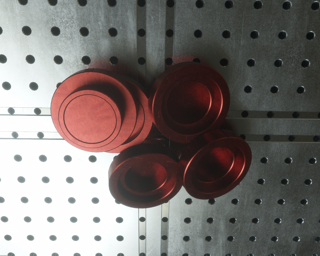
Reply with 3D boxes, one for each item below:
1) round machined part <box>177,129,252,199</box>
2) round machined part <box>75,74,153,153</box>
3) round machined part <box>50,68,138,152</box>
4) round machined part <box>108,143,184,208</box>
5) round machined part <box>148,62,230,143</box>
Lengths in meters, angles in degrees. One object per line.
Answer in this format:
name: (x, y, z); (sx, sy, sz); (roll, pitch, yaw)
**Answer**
round machined part: (0.067, 0.043, 0.409); (0.099, 0.042, 0.097); (-11, 123, -18)
round machined part: (-0.057, -0.021, 0.395); (0.099, 0.042, 0.097); (0, 110, -1)
round machined part: (-0.075, -0.016, 0.352); (0.099, 0.042, 0.097); (0, 110, -1)
round machined part: (-0.020, 0.059, 0.416); (0.099, 0.042, 0.097); (-6, 125, -8)
round machined part: (0.033, -0.034, 0.383); (0.099, 0.042, 0.097); (-6, 112, -16)
